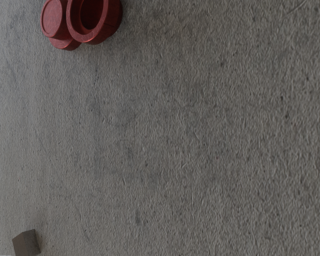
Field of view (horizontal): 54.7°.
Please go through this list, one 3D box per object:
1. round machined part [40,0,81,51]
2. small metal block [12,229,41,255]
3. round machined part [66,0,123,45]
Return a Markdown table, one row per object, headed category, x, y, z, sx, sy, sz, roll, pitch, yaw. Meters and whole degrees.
| category | x | y | z | sx | sy | sz | roll | pitch | yaw |
| --- | --- | --- | --- | --- | --- | --- | --- | --- | --- |
| round machined part | -0.168 | -0.185 | 0.529 | 0.098 | 0.042 | 0.097 | 0 | 90 | 39 |
| small metal block | -0.270 | 0.238 | 0.624 | 0.050 | 0.025 | 0.050 | -36 | 68 | 34 |
| round machined part | -0.095 | -0.175 | 0.469 | 0.098 | 0.042 | 0.097 | 0 | 90 | 38 |
